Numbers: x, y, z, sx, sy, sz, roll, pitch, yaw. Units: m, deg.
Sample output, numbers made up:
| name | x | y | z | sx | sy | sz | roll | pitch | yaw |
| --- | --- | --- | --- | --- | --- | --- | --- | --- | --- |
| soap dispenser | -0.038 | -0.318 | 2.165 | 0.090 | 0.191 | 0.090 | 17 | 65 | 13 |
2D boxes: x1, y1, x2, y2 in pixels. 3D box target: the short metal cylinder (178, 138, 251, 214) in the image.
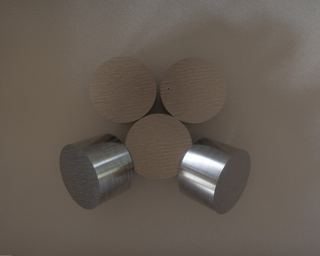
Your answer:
| name | x | y | z | sx | sy | sz | roll | pitch | yaw |
| --- | --- | --- | --- | --- | --- | --- | --- | --- | --- |
| short metal cylinder | 0.067 | 0.057 | 0.377 | 0.050 | 0.080 | 0.080 | 21 | 90 | 39 |

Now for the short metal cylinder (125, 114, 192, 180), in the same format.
| name | x | y | z | sx | sy | sz | roll | pitch | yaw |
| --- | --- | --- | --- | --- | --- | --- | --- | --- | --- |
| short metal cylinder | -0.002 | 0.022 | 0.396 | 0.081 | 0.050 | 0.079 | 0 | 90 | -1 |

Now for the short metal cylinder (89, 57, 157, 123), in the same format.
| name | x | y | z | sx | sy | sz | roll | pitch | yaw |
| --- | --- | --- | --- | --- | --- | --- | --- | --- | --- |
| short metal cylinder | -0.044 | -0.046 | 0.396 | 0.081 | 0.050 | 0.079 | 0 | 90 | -1 |

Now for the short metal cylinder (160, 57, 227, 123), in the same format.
| name | x | y | z | sx | sy | sz | roll | pitch | yaw |
| --- | --- | --- | --- | --- | --- | --- | --- | --- | --- |
| short metal cylinder | 0.040 | -0.046 | 0.398 | 0.081 | 0.050 | 0.079 | 0 | 90 | -1 |

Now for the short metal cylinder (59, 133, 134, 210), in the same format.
| name | x | y | z | sx | sy | sz | roll | pitch | yaw |
| --- | --- | --- | --- | --- | --- | --- | --- | --- | --- |
| short metal cylinder | -0.077 | 0.051 | 0.376 | 0.050 | 0.080 | 0.080 | -20 | 91 | -45 |
